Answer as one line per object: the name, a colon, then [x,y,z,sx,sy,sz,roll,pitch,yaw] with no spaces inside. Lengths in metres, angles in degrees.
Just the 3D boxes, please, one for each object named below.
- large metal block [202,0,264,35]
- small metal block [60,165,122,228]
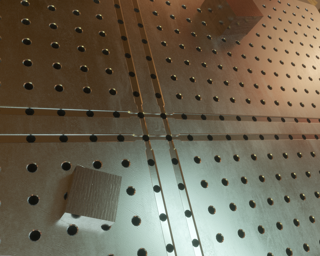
large metal block: [0.144,-0.234,0.615,0.081,0.050,0.080,-15,70,-34]
small metal block: [-0.071,0.073,0.326,0.050,0.025,0.050,18,55,-19]
